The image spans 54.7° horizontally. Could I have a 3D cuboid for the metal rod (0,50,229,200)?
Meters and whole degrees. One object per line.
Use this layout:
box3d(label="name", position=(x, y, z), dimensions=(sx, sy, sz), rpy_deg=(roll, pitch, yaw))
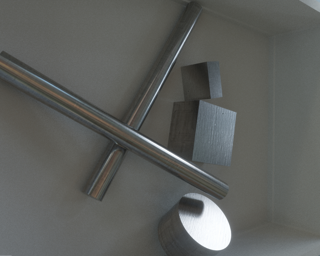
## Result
box3d(label="metal rod", position=(-0.034, 0.012, 0.346), dimensions=(0.301, 0.025, 0.025), rpy_deg=(32, 70, -25))

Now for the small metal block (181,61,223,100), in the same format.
box3d(label="small metal block", position=(0.059, -0.066, 0.442), dimensions=(0.025, 0.050, 0.050), rpy_deg=(-12, 98, -40))

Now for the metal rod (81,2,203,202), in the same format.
box3d(label="metal rod", position=(-0.013, -0.049, 0.397), dimensions=(0.025, 0.025, 0.300), rpy_deg=(41, 65, -33))

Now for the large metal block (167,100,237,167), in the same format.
box3d(label="large metal block", position=(0.060, 0.009, 0.443), dimensions=(0.081, 0.050, 0.080), rpy_deg=(13, 82, -40))

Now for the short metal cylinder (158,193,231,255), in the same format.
box3d(label="short metal cylinder", position=(0.044, 0.133, 0.403), dimensions=(0.080, 0.050, 0.080), rpy_deg=(25, 33, -18))
